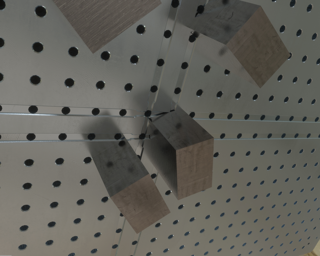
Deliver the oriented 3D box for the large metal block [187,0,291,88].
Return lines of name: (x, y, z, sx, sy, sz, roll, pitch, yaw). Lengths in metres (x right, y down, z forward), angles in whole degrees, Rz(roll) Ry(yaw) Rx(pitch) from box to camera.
large metal block: (0.091, -0.102, 0.361, 0.050, 0.080, 0.080, -49, 129, 6)

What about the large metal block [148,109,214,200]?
large metal block: (0.027, 0.032, 0.409, 0.050, 0.080, 0.080, -17, 125, -19)

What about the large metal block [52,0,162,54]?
large metal block: (-0.059, -0.130, 0.282, 0.080, 0.050, 0.080, -38, 129, -3)

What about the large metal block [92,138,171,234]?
large metal block: (-0.037, 0.073, 0.400, 0.050, 0.080, 0.080, -31, 129, -9)
